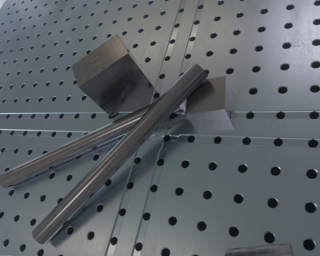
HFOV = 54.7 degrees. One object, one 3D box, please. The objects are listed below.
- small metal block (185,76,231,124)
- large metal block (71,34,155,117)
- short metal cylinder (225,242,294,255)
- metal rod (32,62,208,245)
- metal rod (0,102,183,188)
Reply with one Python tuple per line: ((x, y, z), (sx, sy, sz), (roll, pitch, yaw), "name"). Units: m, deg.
((0.062, -0.036, 0.398), (0.050, 0.025, 0.050), (-6, 59, 25), "small metal block")
((-0.067, -0.074, 0.454), (0.080, 0.080, 0.050), (-33, 52, 6), "large metal block")
((0.087, 0.135, 0.245), (0.050, 0.080, 0.080), (-15, 56, 20), "short metal cylinder")
((-0.052, 0.034, 0.396), (0.300, 0.025, 0.025), (-46, 51, 3), "metal rod")
((-0.109, 0.023, 0.450), (0.301, 0.025, 0.025), (-24, 53, 13), "metal rod")
